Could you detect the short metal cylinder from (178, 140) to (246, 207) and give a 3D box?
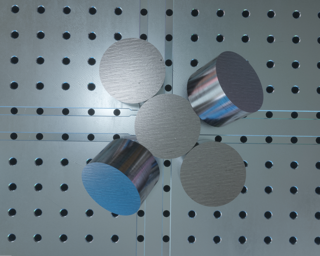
[{"bbox_3d":[0.065,0.056,0.402,0.081,0.050,0.079,0,90,-1],"label":"short metal cylinder"}]

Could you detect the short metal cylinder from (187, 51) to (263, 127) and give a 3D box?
[{"bbox_3d":[0.080,-0.047,0.382,0.081,0.050,0.080,16,61,-31],"label":"short metal cylinder"}]

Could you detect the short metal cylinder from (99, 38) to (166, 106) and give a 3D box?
[{"bbox_3d":[-0.034,-0.070,0.400,0.081,0.050,0.079,0,90,-1],"label":"short metal cylinder"}]

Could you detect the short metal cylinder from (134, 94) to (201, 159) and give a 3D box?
[{"bbox_3d":[0.009,-0.002,0.401,0.081,0.050,0.079,0,90,-1],"label":"short metal cylinder"}]

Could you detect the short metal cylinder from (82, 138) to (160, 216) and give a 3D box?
[{"bbox_3d":[-0.047,0.060,0.380,0.080,0.050,0.079,15,127,21],"label":"short metal cylinder"}]
